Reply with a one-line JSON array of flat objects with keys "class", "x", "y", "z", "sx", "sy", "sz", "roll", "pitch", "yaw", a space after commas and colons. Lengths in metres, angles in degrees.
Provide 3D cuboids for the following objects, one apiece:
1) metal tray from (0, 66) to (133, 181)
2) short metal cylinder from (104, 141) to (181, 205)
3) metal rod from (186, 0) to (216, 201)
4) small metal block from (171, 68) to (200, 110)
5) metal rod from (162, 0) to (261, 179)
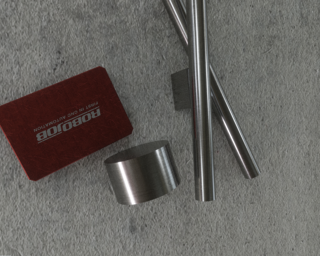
[{"class": "metal tray", "x": -0.109, "y": -0.007, "z": 0.367, "sx": 0.131, "sy": 0.030, "sz": 0.090, "roll": -27, "pitch": 99, "yaw": -18}, {"class": "short metal cylinder", "x": -0.021, "y": 0.051, "z": 0.373, "sx": 0.081, "sy": 0.080, "sz": 0.050, "roll": -20, "pitch": 97, "yaw": -19}, {"class": "metal rod", "x": 0.048, "y": -0.063, "z": 0.374, "sx": 0.025, "sy": 0.025, "sz": 0.298, "roll": -3, "pitch": 91, "yaw": -20}, {"class": "small metal block", "x": 0.038, "y": -0.051, "z": 0.411, "sx": 0.025, "sy": 0.050, "sz": 0.050, "roll": -8, "pitch": 93, "yaw": -20}, {"class": "metal rod", "x": 0.072, "y": -0.062, "z": 0.436, "sx": 0.025, "sy": 0.025, "sz": 0.299, "roll": -30, "pitch": 100, "yaw": -18}]
